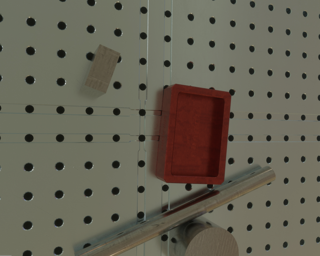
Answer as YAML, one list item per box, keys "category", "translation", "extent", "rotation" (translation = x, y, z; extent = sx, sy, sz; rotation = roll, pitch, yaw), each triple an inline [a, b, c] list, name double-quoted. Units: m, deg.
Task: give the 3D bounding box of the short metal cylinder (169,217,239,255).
- category: "short metal cylinder"
  translation: [0.059, 0.168, 0.423]
  extent: [0.081, 0.050, 0.079]
  rotation: [0, 90, -21]

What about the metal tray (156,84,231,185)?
- category: "metal tray"
  translation: [0.047, 0.010, 0.428]
  extent: [0.091, 0.030, 0.129]
  rotation: [6, 88, -20]

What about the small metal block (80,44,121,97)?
- category: "small metal block"
  translation: [-0.073, -0.067, 0.373]
  extent: [0.025, 0.050, 0.050]
  rotation: [21, 83, -19]

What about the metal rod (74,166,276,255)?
- category: "metal rod"
  translation: [0.035, 0.117, 0.426]
  extent: [0.302, 0.025, 0.025]
  rotation: [-19, 97, -19]
